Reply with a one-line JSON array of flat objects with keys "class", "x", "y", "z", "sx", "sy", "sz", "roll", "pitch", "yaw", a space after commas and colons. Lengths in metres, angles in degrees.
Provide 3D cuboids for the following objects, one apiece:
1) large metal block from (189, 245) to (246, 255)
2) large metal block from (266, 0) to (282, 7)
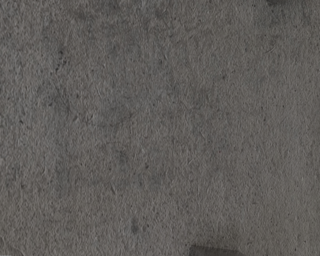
[{"class": "large metal block", "x": 0.080, "y": 0.214, "z": 0.425, "sx": 0.081, "sy": 0.050, "sz": 0.080, "roll": 15, "pitch": 85, "yaw": -20}, {"class": "large metal block", "x": 0.192, "y": -0.245, "z": 0.466, "sx": 0.080, "sy": 0.050, "sz": 0.080, "roll": -33, "pitch": 101, "yaw": -17}]
